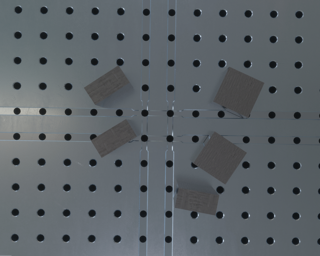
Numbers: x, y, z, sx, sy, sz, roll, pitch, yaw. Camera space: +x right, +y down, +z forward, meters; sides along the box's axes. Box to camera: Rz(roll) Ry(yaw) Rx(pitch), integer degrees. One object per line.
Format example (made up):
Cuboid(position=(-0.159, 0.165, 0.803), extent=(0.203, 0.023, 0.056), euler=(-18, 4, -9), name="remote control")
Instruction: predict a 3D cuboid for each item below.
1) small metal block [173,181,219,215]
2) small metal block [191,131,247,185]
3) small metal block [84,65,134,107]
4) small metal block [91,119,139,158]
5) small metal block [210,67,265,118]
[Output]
Cuboid(position=(0.045, 0.089, 0.401), extent=(0.050, 0.050, 0.025), euler=(11, 90, 0), name="small metal block")
Cuboid(position=(0.078, 0.039, 0.414), extent=(0.050, 0.025, 0.050), euler=(34, 90, 0), name="small metal block")
Cuboid(position=(-0.064, -0.052, 0.400), extent=(0.050, 0.050, 0.025), euler=(-33, 90, 0), name="small metal block")
Cuboid(position=(-0.056, 0.013, 0.401), extent=(0.050, 0.050, 0.025), euler=(-31, 90, 0), name="small metal block")
Cuboid(position=(0.102, -0.046, 0.414), extent=(0.050, 0.025, 0.050), euler=(25, 90, 0), name="small metal block")
